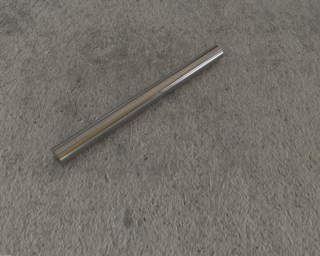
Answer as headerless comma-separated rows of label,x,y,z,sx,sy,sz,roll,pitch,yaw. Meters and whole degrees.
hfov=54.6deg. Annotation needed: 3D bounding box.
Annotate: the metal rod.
metal rod,-0.015,-0.044,0.440,0.302,0.025,0.025,-36,59,-27
